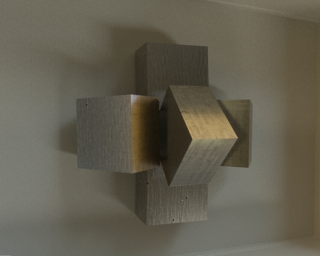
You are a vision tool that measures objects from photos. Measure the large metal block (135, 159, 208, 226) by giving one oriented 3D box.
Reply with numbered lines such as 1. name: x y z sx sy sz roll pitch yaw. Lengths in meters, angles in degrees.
1. large metal block: 0.014 0.076 0.401 0.081 0.050 0.080 1 90 -20

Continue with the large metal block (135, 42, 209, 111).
1. large metal block: 0.015 -0.062 0.398 0.081 0.050 0.080 -2 91 -20

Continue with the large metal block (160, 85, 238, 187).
1. large metal block: 0.033 0.009 0.350 0.050 0.079 0.080 -1 47 -21

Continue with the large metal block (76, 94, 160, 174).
1. large metal block: -0.048 0.006 0.354 0.050 0.080 0.079 -3 92 -57

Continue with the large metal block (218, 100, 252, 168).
1. large metal block: 0.093 0.006 0.407 0.050 0.080 0.080 1 90 19
